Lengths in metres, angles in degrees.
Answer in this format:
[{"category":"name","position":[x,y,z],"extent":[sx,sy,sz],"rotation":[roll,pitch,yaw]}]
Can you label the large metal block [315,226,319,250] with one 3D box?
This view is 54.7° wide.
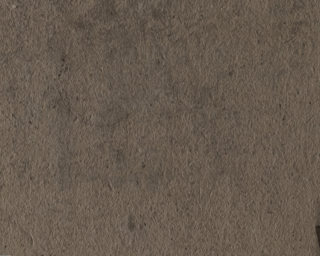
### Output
[{"category":"large metal block","position":[0.261,0.167,0.401],"extent":[0.080,0.050,0.080],"rotation":[-11,90,-1]}]
